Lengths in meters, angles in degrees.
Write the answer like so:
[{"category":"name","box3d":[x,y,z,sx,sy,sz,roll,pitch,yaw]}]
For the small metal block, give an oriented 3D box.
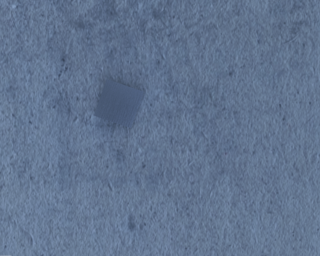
[{"category":"small metal block","box3d":[-0.053,-0.031,0.409,0.050,0.025,0.050,19,90,-1]}]
